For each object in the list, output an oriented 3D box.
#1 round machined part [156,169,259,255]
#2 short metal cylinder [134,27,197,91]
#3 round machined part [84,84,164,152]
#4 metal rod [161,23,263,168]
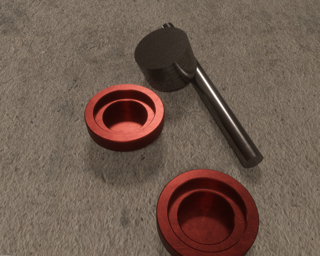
[{"bbox_3d":[0.046,0.094,0.314,0.099,0.042,0.098,0,50,0],"label":"round machined part"},{"bbox_3d":[0.009,-0.101,0.456,0.080,0.050,0.080,-10,56,16],"label":"short metal cylinder"},{"bbox_3d":[-0.044,-0.008,0.399,0.099,0.042,0.098,0,50,0],"label":"round machined part"},{"bbox_3d":[0.063,-0.068,0.460,0.025,0.025,0.299,-15,52,-13],"label":"metal rod"}]
